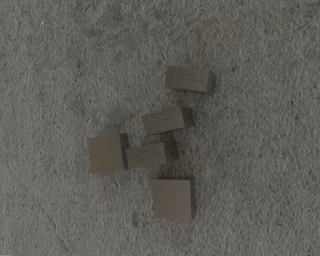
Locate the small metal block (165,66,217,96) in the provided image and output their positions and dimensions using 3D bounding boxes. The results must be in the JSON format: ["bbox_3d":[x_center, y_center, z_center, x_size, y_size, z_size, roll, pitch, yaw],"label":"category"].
[{"bbox_3d":[0.039,-0.057,0.382,0.050,0.050,0.025,9,93,19],"label":"small metal block"}]

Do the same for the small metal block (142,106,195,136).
[{"bbox_3d":[0.012,-0.008,0.391,0.050,0.050,0.025,-13,86,19],"label":"small metal block"}]

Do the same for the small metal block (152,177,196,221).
[{"bbox_3d":[0.019,0.090,0.402,0.050,0.025,0.050,-2,89,20],"label":"small metal block"}]

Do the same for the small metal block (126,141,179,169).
[{"bbox_3d":[-0.009,0.034,0.399,0.050,0.050,0.025,-11,87,19],"label":"small metal block"}]

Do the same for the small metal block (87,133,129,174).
[{"bbox_3d":[-0.070,0.035,0.434,0.050,0.025,0.050,-9,87,19],"label":"small metal block"}]
